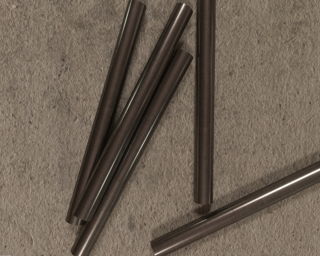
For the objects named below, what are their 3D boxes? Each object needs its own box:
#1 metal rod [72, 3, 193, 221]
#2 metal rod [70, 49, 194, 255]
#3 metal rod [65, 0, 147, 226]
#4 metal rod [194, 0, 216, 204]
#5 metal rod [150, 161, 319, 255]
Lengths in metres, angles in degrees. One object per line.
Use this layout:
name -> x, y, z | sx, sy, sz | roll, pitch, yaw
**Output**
metal rod -> -0.032, -0.024, 0.397 | 0.025, 0.025, 0.299 | 26, 85, -1
metal rod -> -0.037, 0.034, 0.409 | 0.025, 0.025, 0.299 | 28, 90, -1
metal rod -> -0.071, -0.020, 0.409 | 0.025, 0.025, 0.298 | 16, 90, -1
metal rod -> 0.060, -0.051, 0.410 | 0.025, 0.025, 0.298 | 1, 90, -1
metal rod -> 0.129, 0.097, 0.411 | 0.301, 0.025, 0.025 | -25, 90, -1
